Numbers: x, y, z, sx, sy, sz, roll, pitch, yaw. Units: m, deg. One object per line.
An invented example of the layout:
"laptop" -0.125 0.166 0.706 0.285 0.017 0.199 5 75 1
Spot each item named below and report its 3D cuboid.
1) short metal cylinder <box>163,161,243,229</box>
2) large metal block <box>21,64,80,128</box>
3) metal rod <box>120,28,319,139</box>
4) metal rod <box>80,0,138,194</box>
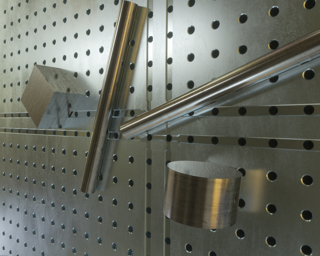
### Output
"short metal cylinder" 0.045 0.069 0.336 0.080 0.081 0.050 10 97 39
"large metal block" -0.199 -0.056 0.558 0.080 0.050 0.080 49 119 29
"metal rod" 0.062 -0.042 0.358 0.299 0.025 0.025 -23 76 37
"metal rod" -0.081 -0.039 0.476 0.025 0.025 0.298 24 105 37
